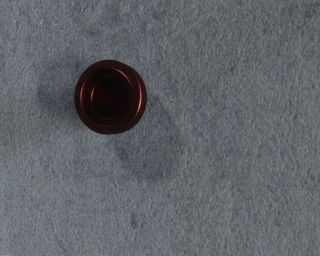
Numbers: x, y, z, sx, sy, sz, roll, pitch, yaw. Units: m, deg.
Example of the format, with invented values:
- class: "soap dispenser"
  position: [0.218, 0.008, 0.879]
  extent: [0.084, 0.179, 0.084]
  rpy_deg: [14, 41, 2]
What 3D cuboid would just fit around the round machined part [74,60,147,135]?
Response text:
- class: "round machined part"
  position: [-0.063, -0.040, 0.421]
  extent: [0.098, 0.042, 0.097]
  rpy_deg: [0, 90, 19]
